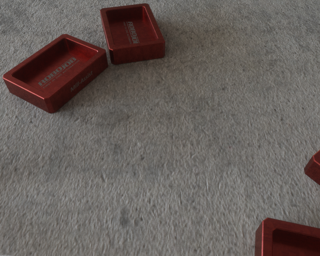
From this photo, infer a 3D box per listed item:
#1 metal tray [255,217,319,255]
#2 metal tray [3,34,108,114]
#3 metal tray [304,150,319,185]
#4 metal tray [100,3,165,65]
[{"bbox_3d":[0.131,0.153,0.272,0.090,0.030,0.130,10,51,8],"label":"metal tray"},{"bbox_3d":[-0.154,-0.087,0.471,0.090,0.030,0.130,26,54,19],"label":"metal tray"},{"bbox_3d":[0.248,0.061,0.351,0.091,0.030,0.130,-31,57,-24],"label":"metal tray"},{"bbox_3d":[-0.050,-0.167,0.539,0.091,0.030,0.130,-11,51,-9],"label":"metal tray"}]
